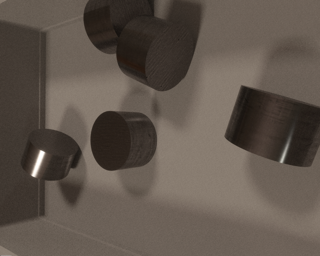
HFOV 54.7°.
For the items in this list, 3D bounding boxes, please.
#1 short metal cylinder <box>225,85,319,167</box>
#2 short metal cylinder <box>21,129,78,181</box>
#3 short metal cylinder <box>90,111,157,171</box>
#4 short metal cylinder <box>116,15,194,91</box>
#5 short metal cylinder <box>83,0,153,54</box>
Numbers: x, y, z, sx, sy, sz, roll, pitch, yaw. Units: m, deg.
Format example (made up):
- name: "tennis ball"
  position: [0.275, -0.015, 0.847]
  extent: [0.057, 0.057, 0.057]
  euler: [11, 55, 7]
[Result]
- name: "short metal cylinder"
  position: [0.106, -0.004, 0.283]
  extent: [0.080, 0.081, 0.050]
  euler: [25, 106, 37]
- name: "short metal cylinder"
  position: [-0.185, 0.044, 0.520]
  extent: [0.080, 0.081, 0.050]
  euler: [40, 114, 32]
- name: "short metal cylinder"
  position: [-0.051, 0.017, 0.430]
  extent: [0.080, 0.050, 0.079]
  euler: [0, 90, 39]
- name: "short metal cylinder"
  position: [-0.005, -0.090, 0.373]
  extent: [0.050, 0.081, 0.079]
  euler: [30, 109, 35]
- name: "short metal cylinder"
  position: [-0.053, -0.142, 0.413]
  extent: [0.050, 0.081, 0.079]
  euler: [1, 91, 39]
